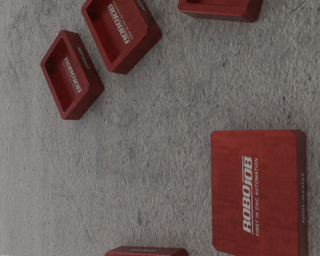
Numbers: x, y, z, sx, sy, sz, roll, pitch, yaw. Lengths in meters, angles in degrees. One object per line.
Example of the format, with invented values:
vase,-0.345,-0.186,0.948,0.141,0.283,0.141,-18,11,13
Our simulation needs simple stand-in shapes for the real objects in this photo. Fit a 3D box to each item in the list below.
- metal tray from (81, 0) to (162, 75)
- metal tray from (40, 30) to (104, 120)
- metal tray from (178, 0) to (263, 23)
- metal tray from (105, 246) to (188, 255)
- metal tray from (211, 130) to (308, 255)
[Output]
metal tray,-0.060,-0.155,0.451,0.090,0.030,0.130,-39,66,33
metal tray,-0.153,-0.089,0.527,0.090,0.030,0.130,-42,65,32
metal tray,0.076,-0.187,0.338,0.090,0.030,0.129,22,104,38
metal tray,-0.016,0.210,0.415,0.130,0.030,0.090,-16,80,38
metal tray,0.100,0.067,0.319,0.090,0.030,0.129,-1,89,40
